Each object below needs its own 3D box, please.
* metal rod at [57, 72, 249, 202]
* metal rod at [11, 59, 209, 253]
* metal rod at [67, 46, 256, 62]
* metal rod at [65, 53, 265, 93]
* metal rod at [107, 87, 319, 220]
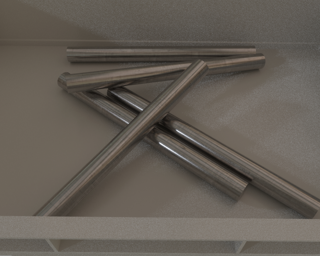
[{"bbox_3d":[-0.025,0.000,0.404,0.300,0.025,0.025,31,57,23],"label":"metal rod"},{"bbox_3d":[-0.041,0.016,0.363,0.025,0.025,0.301,34,65,24],"label":"metal rod"},{"bbox_3d":[0.003,-0.121,0.506,0.302,0.025,0.025,-1,50,-1],"label":"metal rod"},{"bbox_3d":[0.019,-0.083,0.454,0.302,0.025,0.025,-10,51,-17],"label":"metal rod"},{"bbox_3d":[0.050,0.017,0.391,0.300,0.025,0.025,31,57,23],"label":"metal rod"}]
